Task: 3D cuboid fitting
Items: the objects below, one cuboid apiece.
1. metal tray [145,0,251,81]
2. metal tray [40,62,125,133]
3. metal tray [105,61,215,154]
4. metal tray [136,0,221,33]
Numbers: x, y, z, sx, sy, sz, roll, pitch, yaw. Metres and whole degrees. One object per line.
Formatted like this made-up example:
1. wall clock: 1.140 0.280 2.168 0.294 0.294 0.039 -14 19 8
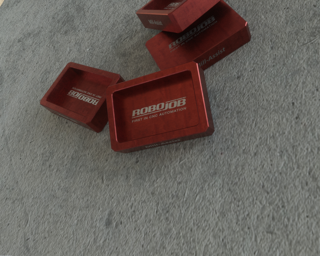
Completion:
1. metal tray: 0.052 -0.126 0.451 0.130 0.030 0.090 -32 52 7
2. metal tray: -0.123 -0.053 0.497 0.130 0.030 0.090 20 72 35
3. metal tray: -0.003 -0.023 0.398 0.130 0.030 0.090 -13 75 20
4. metal tray: 0.027 -0.187 0.469 0.090 0.030 0.130 -40 31 -7
